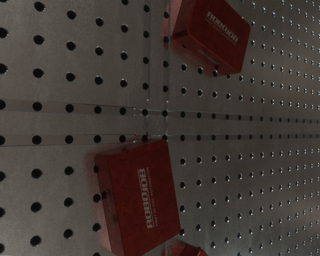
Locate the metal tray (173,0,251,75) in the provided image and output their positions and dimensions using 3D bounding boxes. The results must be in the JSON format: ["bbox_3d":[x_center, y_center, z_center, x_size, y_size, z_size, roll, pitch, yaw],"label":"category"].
[{"bbox_3d":[0.085,-0.150,0.480,0.131,0.030,0.090,25,74,-38],"label":"metal tray"}]

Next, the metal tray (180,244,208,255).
[{"bbox_3d":[0.038,0.248,0.441,0.130,0.030,0.090,-51,120,-28],"label":"metal tray"}]

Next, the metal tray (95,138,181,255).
[{"bbox_3d":[-0.024,0.085,0.388,0.091,0.030,0.129,-15,100,-39],"label":"metal tray"}]
